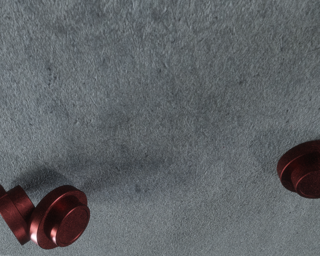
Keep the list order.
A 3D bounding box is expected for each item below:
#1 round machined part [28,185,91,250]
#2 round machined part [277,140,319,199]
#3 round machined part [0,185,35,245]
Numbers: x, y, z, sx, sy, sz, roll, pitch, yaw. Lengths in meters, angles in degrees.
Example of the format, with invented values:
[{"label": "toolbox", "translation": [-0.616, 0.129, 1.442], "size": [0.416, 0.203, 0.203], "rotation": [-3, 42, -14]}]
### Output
[{"label": "round machined part", "translation": [-0.146, 0.141, 0.474], "size": [0.042, 0.098, 0.097], "rotation": [22, 136, 27]}, {"label": "round machined part", "translation": [0.228, 0.067, 0.455], "size": [0.099, 0.042, 0.097], "rotation": [0, 130, 0]}, {"label": "round machined part", "translation": [-0.220, 0.128, 0.479], "size": [0.042, 0.098, 0.097], "rotation": [-33, 138, -29]}]
